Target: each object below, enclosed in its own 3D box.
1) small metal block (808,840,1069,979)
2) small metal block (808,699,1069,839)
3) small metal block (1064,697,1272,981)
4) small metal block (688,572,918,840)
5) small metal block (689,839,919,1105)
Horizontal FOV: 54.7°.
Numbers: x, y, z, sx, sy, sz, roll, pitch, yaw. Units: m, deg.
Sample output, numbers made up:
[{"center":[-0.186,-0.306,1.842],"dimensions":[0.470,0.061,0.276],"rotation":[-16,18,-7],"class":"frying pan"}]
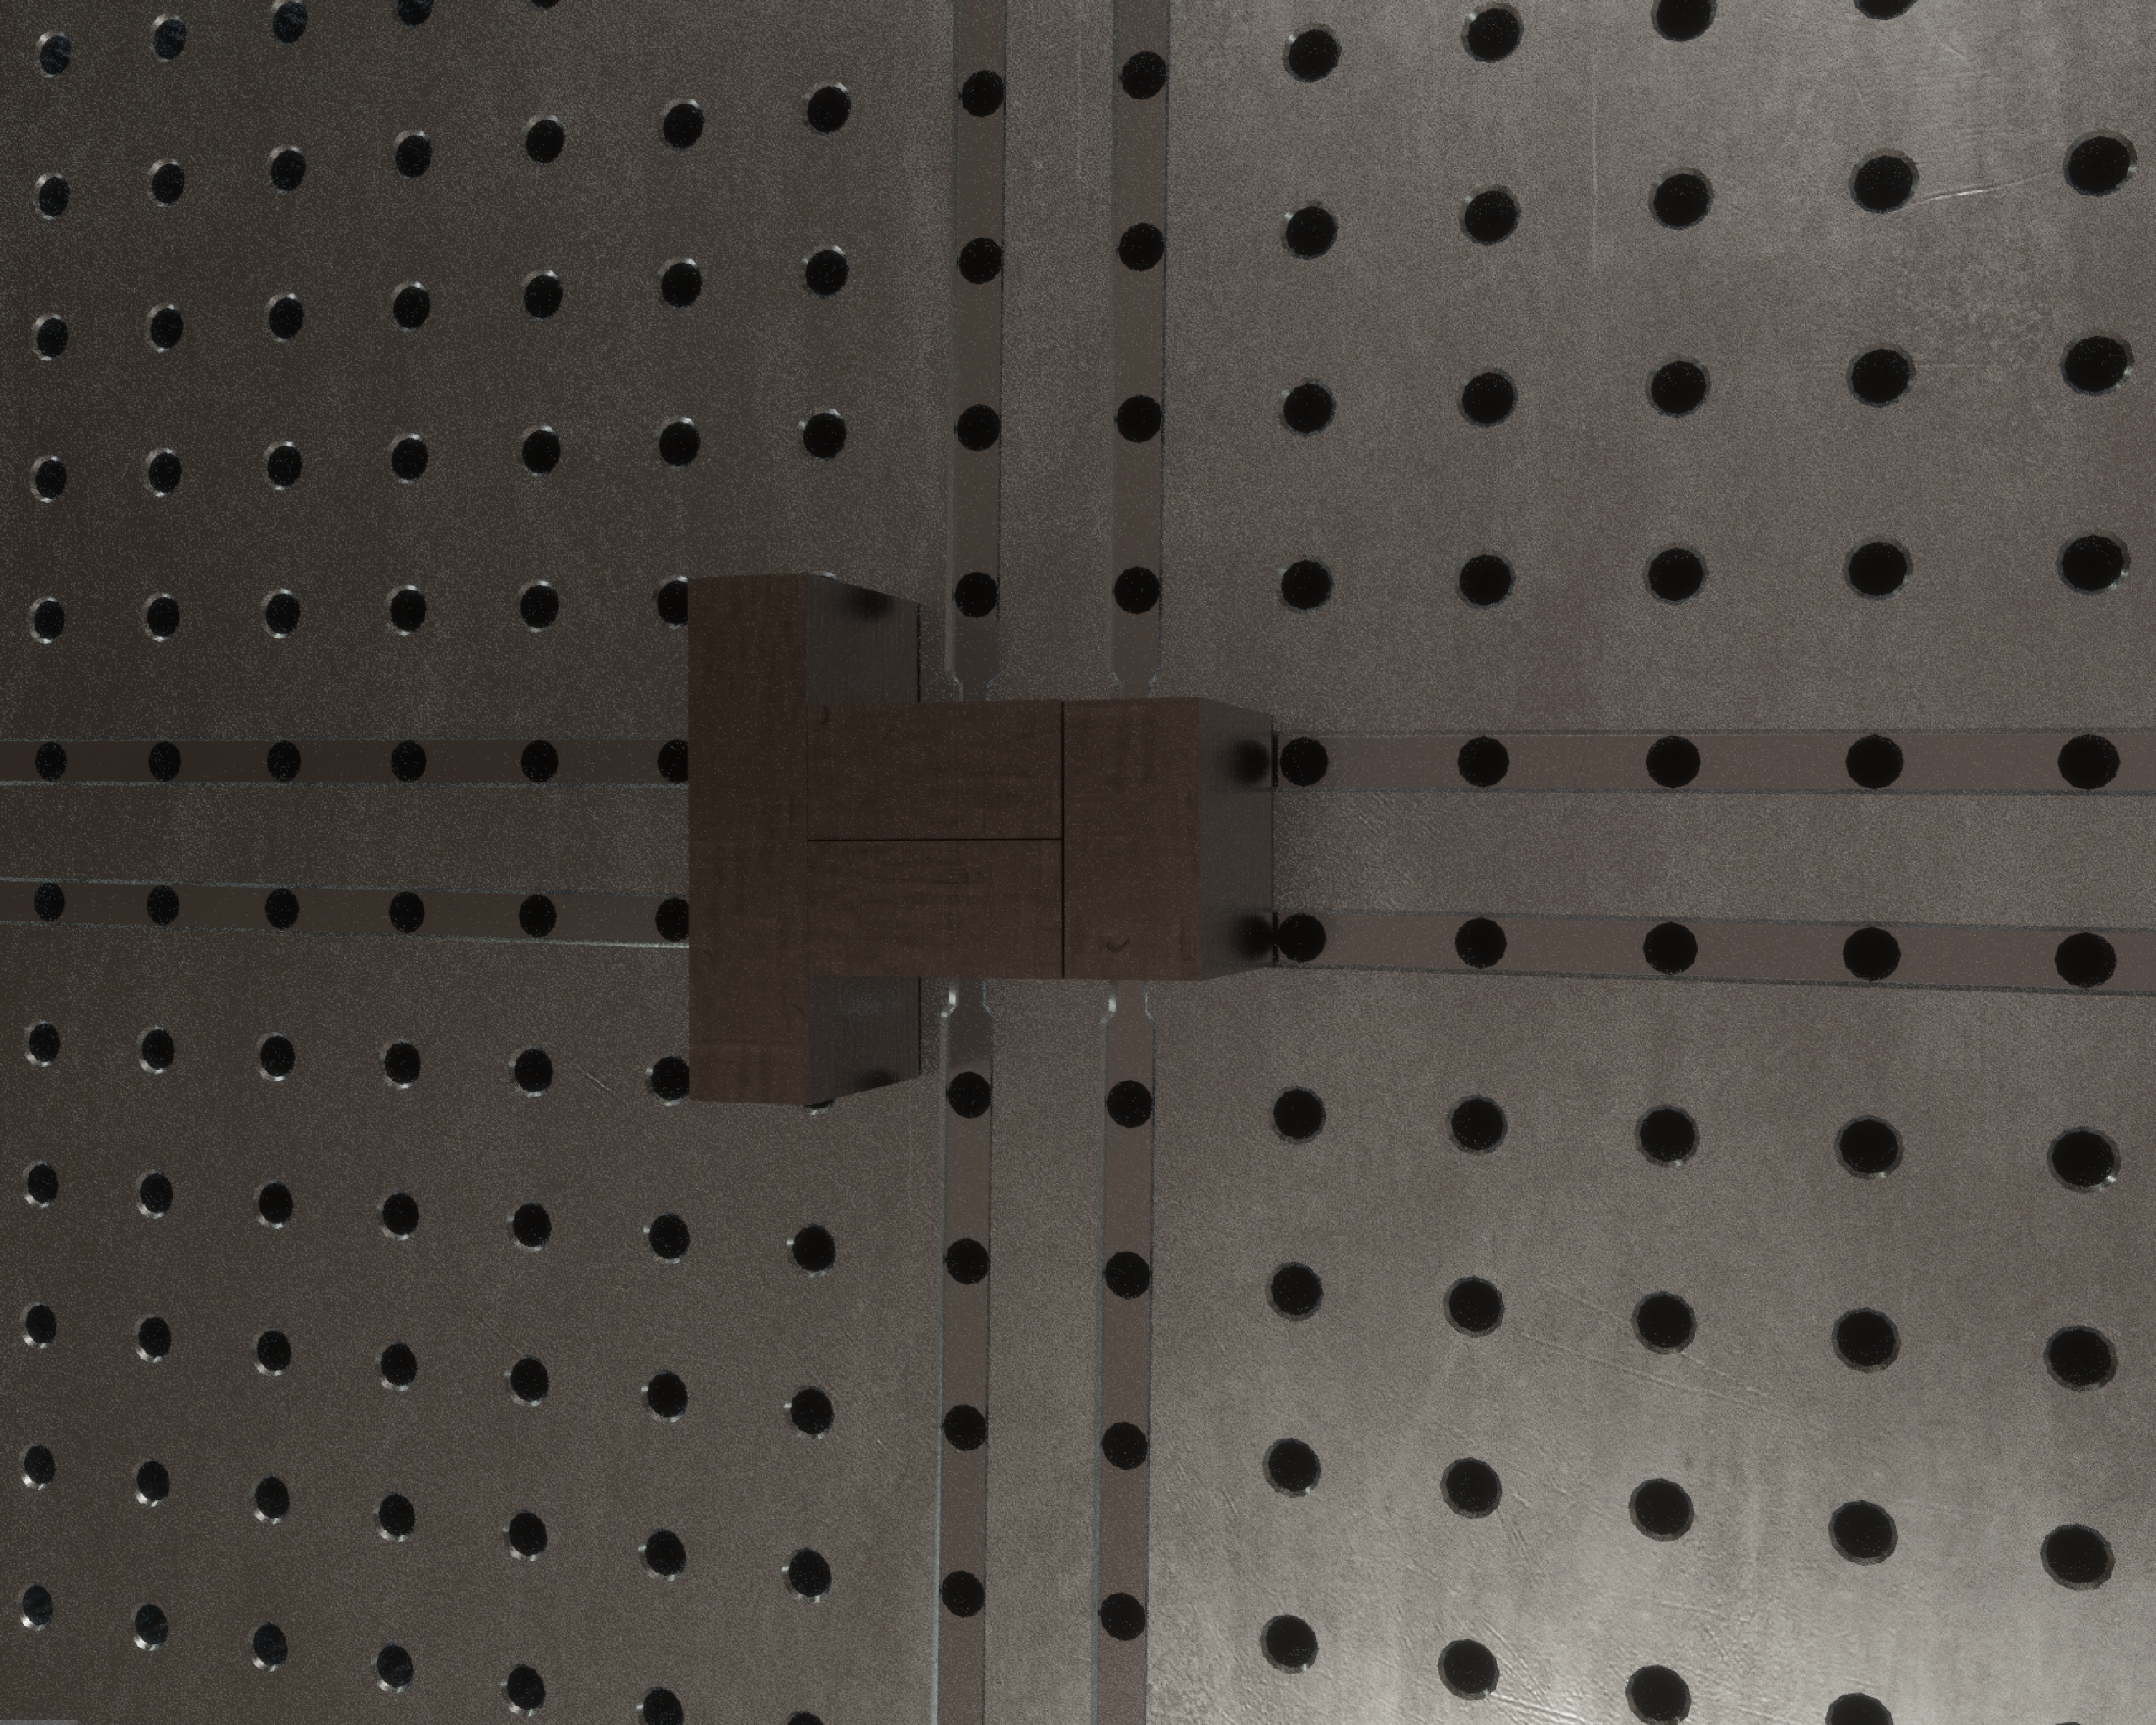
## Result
[{"center":[-0.018,0.008,0.404],"dimensions":[0.050,0.050,0.025],"rotation":[0,90,19],"class":"small metal block"},{"center":[-0.018,-0.017,0.404],"dimensions":[0.050,0.050,0.025],"rotation":[0,90,19],"class":"small metal block"},{"center":[0.018,-0.004,0.391],"dimensions":[0.025,0.050,0.050],"rotation":[0,90,20],"class":"small metal block"},{"center":[-0.054,-0.029,0.416],"dimensions":[0.025,0.050,0.050],"rotation":[0,90,20],"class":"small metal block"},{"center":[-0.054,0.020,0.416],"dimensions":[0.025,0.050,0.050],"rotation":[0,90,20],"class":"small metal block"}]
